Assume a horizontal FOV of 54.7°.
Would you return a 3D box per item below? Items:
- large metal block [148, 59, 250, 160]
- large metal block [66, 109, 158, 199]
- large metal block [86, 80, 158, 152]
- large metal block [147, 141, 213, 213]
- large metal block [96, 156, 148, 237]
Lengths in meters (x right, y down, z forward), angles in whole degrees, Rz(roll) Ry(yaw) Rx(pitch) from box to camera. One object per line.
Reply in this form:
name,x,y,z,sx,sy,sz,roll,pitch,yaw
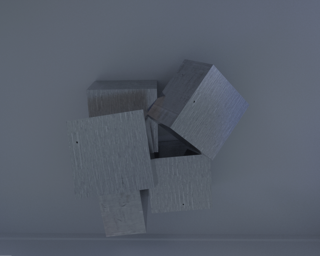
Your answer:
large metal block,0.045,-0.021,0.362,0.080,0.050,0.080,37,85,-37
large metal block,-0.049,0.028,0.337,0.080,0.050,0.080,-9,85,3
large metal block,-0.043,-0.016,0.390,0.081,0.050,0.079,-1,110,0
large metal block,0.025,0.064,0.418,0.080,0.050,0.079,-5,110,1
large metal block,-0.047,0.083,0.410,0.050,0.080,0.079,-6,110,2
